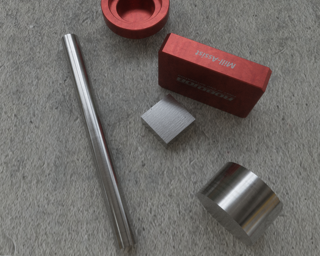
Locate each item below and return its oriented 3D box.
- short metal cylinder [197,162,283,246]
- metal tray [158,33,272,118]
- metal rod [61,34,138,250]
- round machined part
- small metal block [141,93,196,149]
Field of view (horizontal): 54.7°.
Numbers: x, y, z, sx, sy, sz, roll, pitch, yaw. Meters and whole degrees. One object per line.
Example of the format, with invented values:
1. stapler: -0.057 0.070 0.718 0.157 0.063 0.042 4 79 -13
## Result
1. short metal cylinder: 0.088 0.084 0.349 0.050 0.080 0.080 -43 76 -14
2. metal tray: 0.063 -0.064 0.397 0.131 0.090 0.030 22 72 7
3. metal rod: -0.084 0.004 0.405 0.025 0.025 0.299 -17 71 -7
4. round machined part: -0.035 -0.173 0.462 0.099 0.042 0.098 0 70 -1
5. small metal block: 0.011 -0.009 0.412 0.050 0.025 0.050 -40 75 -14
